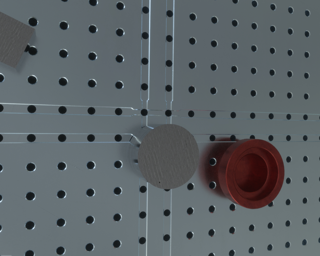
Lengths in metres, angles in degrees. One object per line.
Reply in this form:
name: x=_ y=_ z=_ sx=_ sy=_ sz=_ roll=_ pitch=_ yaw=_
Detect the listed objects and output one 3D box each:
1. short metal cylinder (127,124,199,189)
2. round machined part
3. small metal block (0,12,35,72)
short metal cylinder: x=0.003 y=0.035 z=0.401 sx=0.081 sy=0.050 sz=0.079 roll=0 pitch=90 yaw=-20
round machined part: x=0.127 y=0.064 z=0.451 sx=0.099 sy=0.042 sz=0.097 roll=0 pitch=90 yaw=-20
small metal block: x=-0.175 y=-0.098 z=0.348 sx=0.050 sy=0.025 sz=0.050 roll=25 pitch=82 yaw=-19
